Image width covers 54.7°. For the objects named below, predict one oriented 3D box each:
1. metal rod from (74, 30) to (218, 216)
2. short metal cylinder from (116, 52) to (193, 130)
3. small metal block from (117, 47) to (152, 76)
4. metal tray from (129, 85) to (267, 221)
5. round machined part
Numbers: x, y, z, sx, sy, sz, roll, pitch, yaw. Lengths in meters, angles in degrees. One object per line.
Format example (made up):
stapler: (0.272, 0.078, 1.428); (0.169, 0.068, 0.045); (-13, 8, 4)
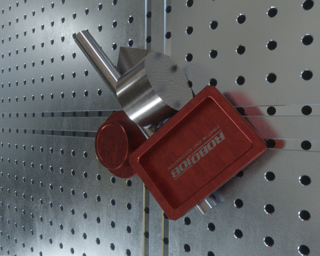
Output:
metal rod: (-0.027, -0.018, 0.408); (0.025, 0.025, 0.299); (-47, 70, 29)
short metal cylinder: (-0.006, -0.045, 0.376); (0.050, 0.081, 0.080); (-31, 71, 35)
small metal block: (-0.034, -0.085, 0.436); (0.050, 0.025, 0.050); (17, 101, 38)
metal tray: (0.039, 0.028, 0.345); (0.130, 0.030, 0.090); (-42, 71, 14)
round machined part: (-0.055, 0.023, 0.440); (0.098, 0.042, 0.097); (0, 90, 39)
